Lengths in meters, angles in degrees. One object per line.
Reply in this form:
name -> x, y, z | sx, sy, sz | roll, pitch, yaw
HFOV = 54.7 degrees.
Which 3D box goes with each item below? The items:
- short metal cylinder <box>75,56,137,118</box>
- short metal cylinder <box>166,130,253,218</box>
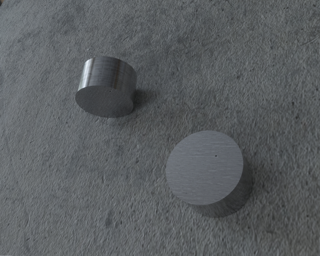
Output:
short metal cylinder -> -0.075, -0.056, 0.443 | 0.080, 0.080, 0.050 | -9, 58, 23
short metal cylinder -> 0.053, 0.049, 0.330 | 0.080, 0.050, 0.080 | -13, 56, 21
